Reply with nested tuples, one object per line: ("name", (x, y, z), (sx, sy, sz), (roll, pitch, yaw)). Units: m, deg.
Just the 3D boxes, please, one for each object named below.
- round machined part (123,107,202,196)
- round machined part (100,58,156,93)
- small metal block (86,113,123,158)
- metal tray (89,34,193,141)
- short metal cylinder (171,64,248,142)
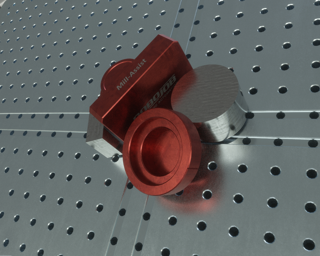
("round machined part", (0.006, 0.028, 0.357), (0.098, 0.042, 0.097), (-7, 79, 38))
("round machined part", (-0.047, -0.063, 0.455), (0.098, 0.042, 0.098), (-13, 56, 21))
("small metal block", (-0.073, 0.006, 0.421), (0.025, 0.050, 0.050), (-14, 56, 20))
("metal tray", (-0.014, -0.041, 0.394), (0.130, 0.090, 0.030), (-48, 51, -6))
("short metal cylinder", (0.060, -0.029, 0.373), (0.080, 0.050, 0.080), (-13, 56, 21))
